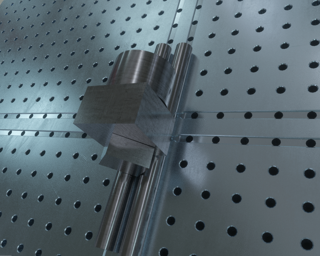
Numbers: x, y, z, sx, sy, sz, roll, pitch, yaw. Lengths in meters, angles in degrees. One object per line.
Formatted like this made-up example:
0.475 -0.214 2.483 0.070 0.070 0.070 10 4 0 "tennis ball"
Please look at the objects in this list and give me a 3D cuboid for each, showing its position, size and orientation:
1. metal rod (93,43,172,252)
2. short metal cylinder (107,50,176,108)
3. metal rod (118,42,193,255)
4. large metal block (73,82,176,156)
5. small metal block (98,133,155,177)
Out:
-0.029 0.008 0.419 0.025 0.025 0.300 1 62 28 "metal rod"
-0.024 -0.052 0.389 0.080 0.080 0.050 1 62 28 "short metal cylinder"
0.001 0.012 0.400 0.025 0.025 0.300 1 62 28 "metal rod"
-0.038 -0.008 0.365 0.080 0.080 0.050 0 62 28 "large metal block"
-0.040 0.033 0.362 0.050 0.050 0.025 20 65 -12 "small metal block"
